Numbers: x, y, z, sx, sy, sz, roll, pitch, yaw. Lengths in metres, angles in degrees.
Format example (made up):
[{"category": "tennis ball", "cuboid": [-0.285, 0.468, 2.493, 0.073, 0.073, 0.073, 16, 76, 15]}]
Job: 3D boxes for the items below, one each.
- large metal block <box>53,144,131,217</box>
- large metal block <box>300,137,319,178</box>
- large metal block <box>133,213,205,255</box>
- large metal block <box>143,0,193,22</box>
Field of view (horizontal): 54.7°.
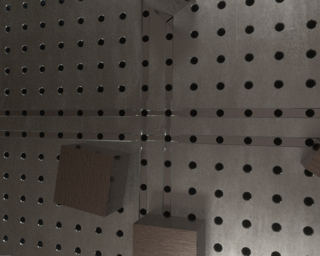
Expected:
[{"category": "large metal block", "cuboid": [-0.094, 0.069, 0.431, 0.080, 0.050, 0.079, 10, 93, 19]}, {"category": "large metal block", "cuboid": [0.211, 0.030, 0.325, 0.080, 0.050, 0.080, 35, 101, 16]}, {"category": "large metal block", "cuboid": [0.013, 0.159, 0.394, 0.080, 0.050, 0.079, 1, 90, 19]}, {"category": "large metal block", "cuboid": [-0.006, -0.191, 0.385, 0.050, 0.080, 0.080, -34, 79, 17]}]
